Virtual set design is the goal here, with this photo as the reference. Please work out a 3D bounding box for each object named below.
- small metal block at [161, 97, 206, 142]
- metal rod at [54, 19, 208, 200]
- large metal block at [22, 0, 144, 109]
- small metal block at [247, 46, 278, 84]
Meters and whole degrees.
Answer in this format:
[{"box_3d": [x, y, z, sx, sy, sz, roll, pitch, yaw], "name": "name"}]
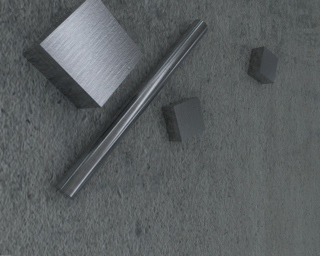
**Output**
[{"box_3d": [0.034, -0.013, 0.436, 0.050, 0.025, 0.050, -23, 105, -38], "name": "small metal block"}, {"box_3d": [-0.020, -0.041, 0.389, 0.025, 0.025, 0.301, 52, 60, -28], "name": "metal rod"}, {"box_3d": [-0.077, -0.077, 0.325, 0.080, 0.050, 0.080, 49, 61, -29], "name": "large metal block"}, {"box_3d": [0.189, -0.114, 0.566, 0.050, 0.025, 0.050, 22, 76, -38], "name": "small metal block"}]
